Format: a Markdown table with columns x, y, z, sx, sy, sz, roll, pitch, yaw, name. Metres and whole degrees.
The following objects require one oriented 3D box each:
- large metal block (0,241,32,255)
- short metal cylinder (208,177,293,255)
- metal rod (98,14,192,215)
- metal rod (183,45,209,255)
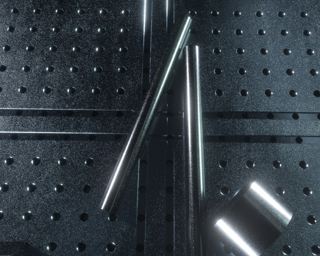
| x | y | z | sx | sy | sz | roll | pitch | yaw | name |
| --- | --- | --- | --- | --- | --- | --- | --- | --- | --- |
| -0.160 | 0.168 | 0.320 | 0.050 | 0.080 | 0.080 | -35 | 74 | -12 | large metal block |
| 0.099 | 0.102 | 0.346 | 0.050 | 0.080 | 0.080 | 43 | 76 | 14 | short metal cylinder |
| -0.013 | -0.032 | 0.423 | 0.025 | 0.025 | 0.300 | 18 | 71 | 6 | metal rod |
| 0.045 | 0.026 | 0.402 | 0.025 | 0.025 | 0.299 | 0 | 70 | 0 | metal rod |
